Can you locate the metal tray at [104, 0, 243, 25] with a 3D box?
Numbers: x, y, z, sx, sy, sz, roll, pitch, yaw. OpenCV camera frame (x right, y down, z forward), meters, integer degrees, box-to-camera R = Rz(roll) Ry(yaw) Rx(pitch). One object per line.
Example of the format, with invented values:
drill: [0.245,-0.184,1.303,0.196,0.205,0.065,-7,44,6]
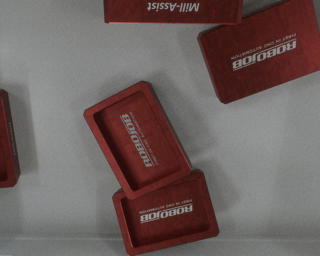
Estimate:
metal tray: [0.013,-0.128,0.329,0.131,0.090,0.030,0,110,0]

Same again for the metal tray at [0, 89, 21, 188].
metal tray: [-0.241,0.017,0.402,0.091,0.030,0.129,-4,111,-12]

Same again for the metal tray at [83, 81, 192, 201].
metal tray: [-0.027,0.016,0.397,0.090,0.030,0.130,-26,94,9]

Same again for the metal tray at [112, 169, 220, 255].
metal tray: [0.008,0.118,0.435,0.131,0.030,0.090,-15,89,5]

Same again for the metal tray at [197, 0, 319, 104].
metal tray: [0.121,-0.094,0.375,0.130,0.030,0.090,-20,109,7]
